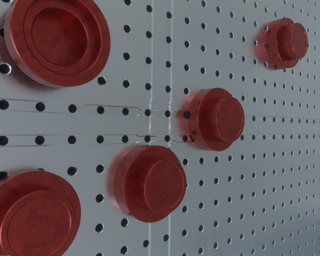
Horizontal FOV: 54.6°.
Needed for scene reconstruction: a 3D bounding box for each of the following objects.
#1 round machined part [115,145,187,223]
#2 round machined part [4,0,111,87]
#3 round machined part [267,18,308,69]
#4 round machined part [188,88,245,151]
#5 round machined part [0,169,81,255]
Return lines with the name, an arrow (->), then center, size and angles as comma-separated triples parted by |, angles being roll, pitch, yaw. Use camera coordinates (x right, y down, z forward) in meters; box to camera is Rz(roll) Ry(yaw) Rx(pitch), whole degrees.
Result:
round machined part -> -0.005, 0.071, 0.393 | 0.099, 0.042, 0.097 | 0, 90, -40
round machined part -> -0.103, -0.089, 0.310 | 0.099, 0.042, 0.097 | -2, 93, -40
round machined part -> 0.255, -0.168, 0.609 | 0.099, 0.042, 0.097 | 0, 90, -40
round machined part -> 0.092, -0.013, 0.474 | 0.099, 0.042, 0.097 | 0, 90, -40
round machined part -> -0.121, 0.090, 0.296 | 0.099, 0.042, 0.097 | 0, 90, -40
